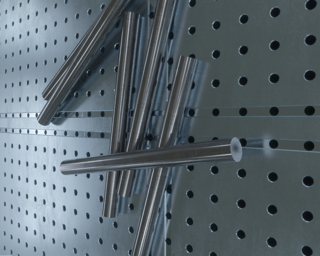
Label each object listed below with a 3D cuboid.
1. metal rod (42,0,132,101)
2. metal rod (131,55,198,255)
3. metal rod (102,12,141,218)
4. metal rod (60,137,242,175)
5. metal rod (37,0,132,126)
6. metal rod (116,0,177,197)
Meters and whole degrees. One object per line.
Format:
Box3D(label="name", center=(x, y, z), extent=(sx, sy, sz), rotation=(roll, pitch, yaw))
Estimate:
Box3D(label="metal rod", center=(-0.115, -0.141, 0.505), extent=(0.299, 0.025, 0.025), rotation=(-40, 66, 32))
Box3D(label="metal rod", center=(0.001, 0.056, 0.409), extent=(0.025, 0.025, 0.298), rotation=(22, 104, 38))
Box3D(label="metal rod", center=(-0.058, -0.015, 0.458), extent=(0.025, 0.025, 0.298), rotation=(12, 97, 39))
Box3D(label="metal rod", center=(-0.037, 0.043, 0.406), extent=(0.300, 0.025, 0.025), rotation=(-11, 83, 39))
Box3D(label="metal rod", center=(-0.136, -0.099, 0.510), extent=(0.299, 0.025, 0.025), rotation=(-44, 64, 35))
Box3D(label="metal rod", center=(-0.018, -0.047, 0.425), extent=(0.025, 0.025, 0.298), rotation=(21, 103, 38))
